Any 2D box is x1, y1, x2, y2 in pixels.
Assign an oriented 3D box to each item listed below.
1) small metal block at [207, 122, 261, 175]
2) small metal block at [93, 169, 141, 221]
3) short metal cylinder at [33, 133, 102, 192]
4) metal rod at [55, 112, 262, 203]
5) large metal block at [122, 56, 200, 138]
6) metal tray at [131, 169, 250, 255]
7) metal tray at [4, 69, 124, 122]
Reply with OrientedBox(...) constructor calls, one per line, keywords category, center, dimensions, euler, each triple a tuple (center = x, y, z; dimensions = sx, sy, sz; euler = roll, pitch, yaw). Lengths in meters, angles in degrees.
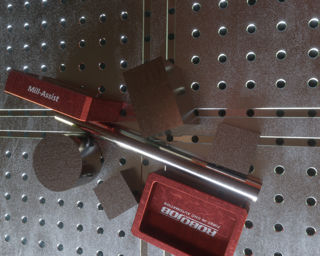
OrientedBox(category="small metal block", center=(0.091, 0.024, 0.380), dimensions=(0.050, 0.025, 0.050), euler=(18, 96, 19))
OrientedBox(category="small metal block", center=(-0.057, 0.093, 0.433), dimensions=(0.050, 0.025, 0.050), euler=(-34, 79, 16))
OrientedBox(category="short metal cylinder", center=(-0.132, 0.047, 0.445), dimensions=(0.080, 0.050, 0.080), euler=(0, 90, 20))
OrientedBox(category="metal rod", center=(-0.015, 0.028, 0.418), dimensions=(0.301, 0.025, 0.025), euler=(21, 97, 18))
OrientedBox(category="large metal block", center=(0.005, -0.034, 0.383), dimensions=(0.050, 0.080, 0.080), euler=(-20, 84, 19))
OrientedBox(category="metal tray", center=(0.036, 0.117, 0.396), dimensions=(0.130, 0.030, 0.089), euler=(19, 97, 18))
OrientedBox(category="metal tray", center=(-0.128, -0.043, 0.422), dimensions=(0.130, 0.090, 0.030), euler=(20, 97, 19))
